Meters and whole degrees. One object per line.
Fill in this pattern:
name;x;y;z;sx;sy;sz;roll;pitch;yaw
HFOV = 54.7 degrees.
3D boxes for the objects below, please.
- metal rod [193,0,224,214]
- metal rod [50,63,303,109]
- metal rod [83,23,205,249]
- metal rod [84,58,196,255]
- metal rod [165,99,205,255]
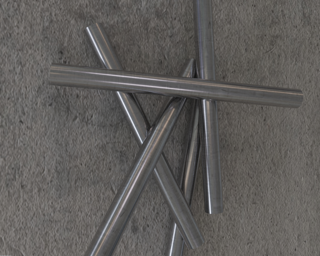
metal rod;0.062;-0.040;0.404;0.025;0.025;0.298;-4;92;-20
metal rod;0.029;-0.049;0.371;0.302;0.025;0.025;4;89;-11
metal rod;-0.018;0.012;0.387;0.025;0.025;0.299;-26;93;-18
metal rod;-0.012;0.030;0.353;0.025;0.025;0.300;36;59;-16
metal rod;0.036;0.078;0.422;0.025;0.025;0.298;11;86;-20
